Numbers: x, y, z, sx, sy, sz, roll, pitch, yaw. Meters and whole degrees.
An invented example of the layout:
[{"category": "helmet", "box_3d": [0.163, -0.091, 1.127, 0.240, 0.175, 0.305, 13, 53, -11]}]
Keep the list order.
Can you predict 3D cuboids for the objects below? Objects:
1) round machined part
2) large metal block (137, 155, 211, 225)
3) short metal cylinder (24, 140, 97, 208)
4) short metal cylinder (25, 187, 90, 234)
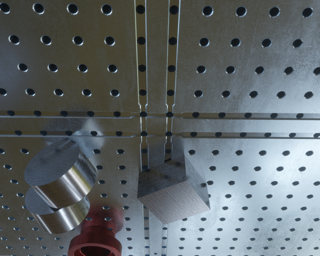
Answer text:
[{"category": "round machined part", "box_3d": [-0.121, 0.225, 0.591, 0.099, 0.042, 0.097, 0, 130, 0]}, {"category": "large metal block", "box_3d": [0.022, 0.097, 0.478, 0.080, 0.050, 0.080, -24, 126, 19]}, {"category": "short metal cylinder", "box_3d": [-0.136, 0.062, 0.427, 0.080, 0.080, 0.050, -14, 129, 12]}, {"category": "short metal cylinder", "box_3d": [-0.153, 0.111, 0.468, 0.080, 0.080, 0.050, -7, 130, 6]}]
